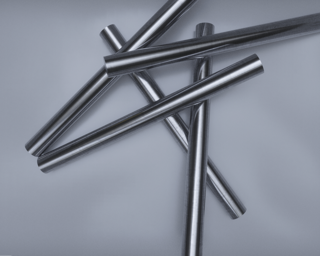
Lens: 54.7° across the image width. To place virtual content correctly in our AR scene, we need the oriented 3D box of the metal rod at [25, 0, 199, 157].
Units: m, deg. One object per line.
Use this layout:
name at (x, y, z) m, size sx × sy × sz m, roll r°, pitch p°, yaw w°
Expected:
metal rod at (-0.059, -0.072, 0.388) m, size 0.300 × 0.025 × 0.025 m, roll -43°, pitch 91°, yaw 8°

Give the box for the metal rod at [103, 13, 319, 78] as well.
metal rod at (0.081, -0.107, 0.385) m, size 0.302 × 0.025 × 0.025 m, roll -15°, pitch 90°, yaw -11°

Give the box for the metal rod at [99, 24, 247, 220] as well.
metal rod at (0.017, -0.008, 0.411) m, size 0.025 × 0.025 × 0.299 m, roll -36°, pitch 91°, yaw 0°

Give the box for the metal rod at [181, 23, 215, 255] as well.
metal rod at (0.048, 0.012, 0.388) m, size 0.025 × 0.025 × 0.298 m, roll 5°, pitch 81°, yaw -1°

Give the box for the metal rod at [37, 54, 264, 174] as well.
metal rod at (-0.020, -0.013, 0.384) m, size 0.301 × 0.025 × 0.025 m, roll -25°, pitch 90°, yaw 10°
